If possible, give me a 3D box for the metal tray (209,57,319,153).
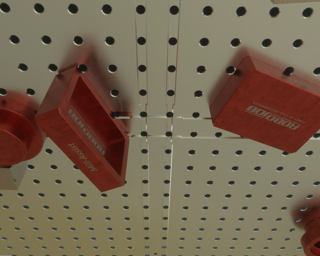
[{"bbox_3d":[0.141,-0.024,0.389,0.131,0.030,0.089,19,128,-16],"label":"metal tray"}]

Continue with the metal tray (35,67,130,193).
[{"bbox_3d":[-0.083,0.004,0.370,0.030,0.090,0.130,-20,128,16],"label":"metal tray"}]

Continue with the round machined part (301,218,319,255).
[{"bbox_3d":[0.312,0.202,0.575,0.099,0.042,0.097,0,130,0],"label":"round machined part"}]

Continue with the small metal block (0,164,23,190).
[{"bbox_3d":[-0.241,0.067,0.466,0.050,0.025,0.050,3,130,-3],"label":"small metal block"}]

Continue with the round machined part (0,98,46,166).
[{"bbox_3d":[-0.206,0.012,0.409,0.099,0.042,0.097,0,130,0],"label":"round machined part"}]

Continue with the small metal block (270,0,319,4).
[{"bbox_3d":[0.132,-0.146,0.288,0.050,0.025,0.050,-3,130,2],"label":"small metal block"}]
